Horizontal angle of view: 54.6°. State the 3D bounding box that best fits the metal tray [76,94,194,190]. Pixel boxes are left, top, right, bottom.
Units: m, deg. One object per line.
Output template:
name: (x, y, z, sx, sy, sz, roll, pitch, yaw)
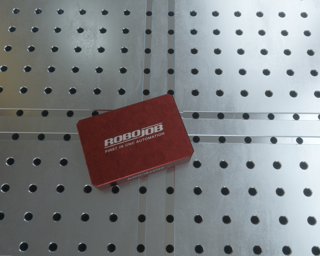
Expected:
metal tray: (-0.032, 0.017, 0.403, 0.131, 0.030, 0.090, -17, 71, -6)
